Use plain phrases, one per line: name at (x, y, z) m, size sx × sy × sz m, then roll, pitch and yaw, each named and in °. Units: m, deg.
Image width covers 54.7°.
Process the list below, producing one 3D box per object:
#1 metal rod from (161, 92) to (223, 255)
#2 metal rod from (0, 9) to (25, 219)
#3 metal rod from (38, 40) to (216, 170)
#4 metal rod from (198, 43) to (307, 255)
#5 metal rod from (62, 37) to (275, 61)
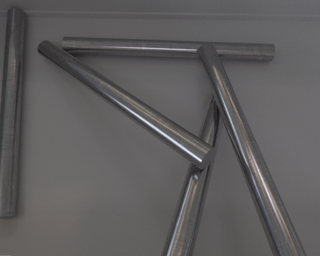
metal rod at (0.043, 0.042, 0.326) m, size 0.025 × 0.025 × 0.301 m, roll 18°, pitch 45°, yaw 6°
metal rod at (-0.202, -0.033, 0.420) m, size 0.025 × 0.025 × 0.299 m, roll -6°, pitch 70°, yaw -2°
metal rod at (-0.060, -0.043, 0.377) m, size 0.300 × 0.025 × 0.025 m, roll 34°, pitch 73°, yaw 30°
metal rod at (0.088, 0.007, 0.337) m, size 0.025 × 0.025 × 0.300 m, roll -9°, pitch 51°, yaw -3°
metal rod at (0.012, -0.115, 0.451) m, size 0.302 × 0.025 × 0.025 m, roll 2°, pitch 70°, yaw 0°
